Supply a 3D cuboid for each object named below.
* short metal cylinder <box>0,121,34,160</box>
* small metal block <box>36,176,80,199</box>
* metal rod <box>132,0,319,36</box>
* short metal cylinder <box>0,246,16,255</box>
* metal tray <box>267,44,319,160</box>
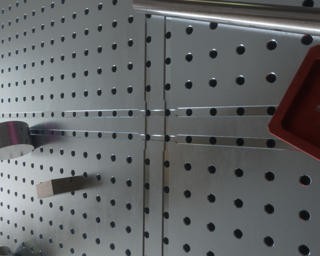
[{"bbox_3d":[-0.299,0.026,0.616,0.080,0.081,0.050,-32,70,35],"label":"short metal cylinder"},{"bbox_3d":[-0.177,0.103,0.536,0.050,0.050,0.025,-21,77,38],"label":"small metal block"},{"bbox_3d":[0.081,-0.126,0.340,0.300,0.025,0.025,23,105,37],"label":"metal rod"},{"bbox_3d":[-0.336,0.297,0.646,0.050,0.081,0.079,25,106,37],"label":"short metal cylinder"},{"bbox_3d":[0.172,-0.006,0.263,0.130,0.030,0.089,35,111,34],"label":"metal tray"}]
